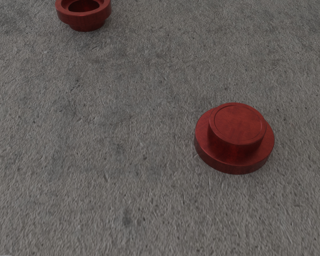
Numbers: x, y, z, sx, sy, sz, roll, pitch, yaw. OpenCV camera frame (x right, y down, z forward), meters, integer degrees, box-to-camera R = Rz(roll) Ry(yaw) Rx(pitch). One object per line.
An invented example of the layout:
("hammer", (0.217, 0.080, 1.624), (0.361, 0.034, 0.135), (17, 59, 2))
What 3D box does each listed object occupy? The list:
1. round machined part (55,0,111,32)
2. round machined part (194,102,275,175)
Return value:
("round machined part", (-0.138, -0.214, 0.571), (0.099, 0.042, 0.098), (0, 50, 0))
("round machined part", (0.094, 0.006, 0.388), (0.099, 0.042, 0.098), (0, 50, 0))
